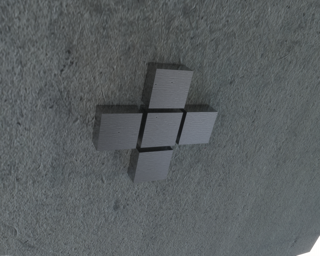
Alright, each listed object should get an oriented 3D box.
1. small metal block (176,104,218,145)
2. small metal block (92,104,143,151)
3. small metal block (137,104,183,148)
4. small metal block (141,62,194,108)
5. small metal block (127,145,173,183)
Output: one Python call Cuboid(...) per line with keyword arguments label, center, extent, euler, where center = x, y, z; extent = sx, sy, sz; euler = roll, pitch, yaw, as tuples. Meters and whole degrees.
Cuboid(label="small metal block", center=(0.047, -0.005, 0.433), extent=(0.050, 0.025, 0.050), euler=(-2, 119, -28))
Cuboid(label="small metal block", center=(-0.053, -0.001, 0.380), extent=(0.050, 0.025, 0.050), euler=(-2, 119, -28))
Cuboid(label="small metal block", center=(-0.003, -0.003, 0.407), extent=(0.050, 0.025, 0.050), euler=(-2, 119, -28))
Cuboid(label="small metal block", center=(0.008, -0.052, 0.382), extent=(0.050, 0.025, 0.050), euler=(-2, 119, -28))
Cuboid(label="small metal block", center=(-0.014, 0.047, 0.431), extent=(0.050, 0.025, 0.050), euler=(-2, 120, -28))
